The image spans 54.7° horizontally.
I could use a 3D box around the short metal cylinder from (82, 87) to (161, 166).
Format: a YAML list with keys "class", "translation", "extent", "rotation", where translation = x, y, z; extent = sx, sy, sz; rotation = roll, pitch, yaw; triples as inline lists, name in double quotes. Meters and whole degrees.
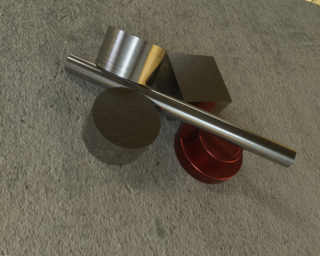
- class: "short metal cylinder"
  translation: [-0.046, -0.001, 0.366]
  extent: [0.081, 0.050, 0.080]
  rotation: [14, 56, -21]

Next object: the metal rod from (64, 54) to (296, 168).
- class: "metal rod"
  translation: [0.023, -0.023, 0.388]
  extent: [0.301, 0.025, 0.025]
  rotation: [24, 52, 3]

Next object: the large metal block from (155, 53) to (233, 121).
- class: "large metal block"
  translation: [0.045, -0.058, 0.446]
  extent: [0.081, 0.050, 0.080]
  rotation: [-3, 63, -30]

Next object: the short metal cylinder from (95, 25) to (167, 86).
- class: "short metal cylinder"
  translation: [-0.037, -0.094, 0.402]
  extent: [0.080, 0.050, 0.080]
  rotation: [22, 14, -6]

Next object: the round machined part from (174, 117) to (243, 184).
- class: "round machined part"
  translation: [0.072, 0.023, 0.418]
  extent: [0.099, 0.042, 0.098]
  rotation: [14, 56, -21]
